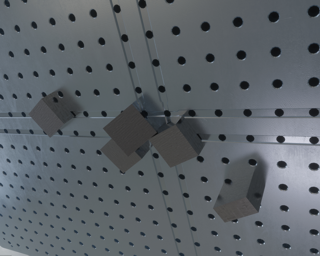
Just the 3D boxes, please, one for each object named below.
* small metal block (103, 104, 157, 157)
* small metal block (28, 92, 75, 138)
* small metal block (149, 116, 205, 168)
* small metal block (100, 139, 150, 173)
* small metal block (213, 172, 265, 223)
[{"bbox_3d":[-0.040,0.002,0.418,0.050,0.025,0.050,-40,97,4],"label":"small metal block"},{"bbox_3d":[-0.172,-0.020,0.491,0.050,0.025,0.050,-34,99,38],"label":"small metal block"},{"bbox_3d":[0.022,0.019,0.412,0.050,0.025,0.050,-29,102,37],"label":"small metal block"},{"bbox_3d":[-0.052,0.032,0.459,0.050,0.025,0.050,46,129,-4],"label":"small metal block"},{"bbox_3d":[0.102,0.088,0.396,0.050,0.050,0.025,-33,100,38],"label":"small metal block"}]
